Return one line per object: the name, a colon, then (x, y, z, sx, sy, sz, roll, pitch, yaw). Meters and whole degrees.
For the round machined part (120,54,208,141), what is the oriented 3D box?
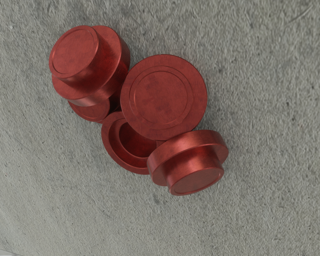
round machined part: (0.003, -0.034, 0.345, 0.099, 0.042, 0.097, 1, 95, 7)

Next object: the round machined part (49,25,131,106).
round machined part: (-0.087, -0.078, 0.356, 0.098, 0.098, 0.042, 1, 160, 27)

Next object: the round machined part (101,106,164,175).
round machined part: (-0.026, 0.011, 0.416, 0.098, 0.042, 0.097, 13, 124, 20)

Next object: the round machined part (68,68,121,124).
round machined part: (-0.086, -0.047, 0.413, 0.098, 0.042, 0.097, 13, 124, 20)

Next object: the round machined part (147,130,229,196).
round machined part: (0.037, 0.047, 0.370, 0.097, 0.099, 0.042, -50, 48, 39)
